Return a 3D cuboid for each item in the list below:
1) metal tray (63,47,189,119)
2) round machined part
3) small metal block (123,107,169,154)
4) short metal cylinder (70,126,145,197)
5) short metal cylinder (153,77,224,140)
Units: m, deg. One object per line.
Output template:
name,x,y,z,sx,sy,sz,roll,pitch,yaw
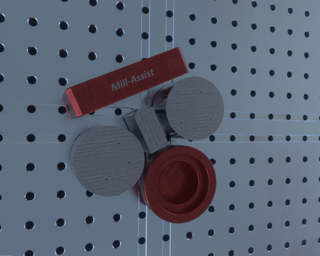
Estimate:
metal tray,-0.043,-0.050,0.358,0.131,0.090,0.030,-25,99,-18
round machined part,0.021,0.071,0.407,0.099,0.042,0.097,0,90,-20
small metal block,-0.018,0.002,0.388,0.025,0.050,0.050,-27,99,-18
short metal cylinder,-0.064,0.037,0.372,0.081,0.050,0.079,0,90,-20
short metal cylinder,0.036,-0.024,0.409,0.081,0.050,0.079,0,90,-20
